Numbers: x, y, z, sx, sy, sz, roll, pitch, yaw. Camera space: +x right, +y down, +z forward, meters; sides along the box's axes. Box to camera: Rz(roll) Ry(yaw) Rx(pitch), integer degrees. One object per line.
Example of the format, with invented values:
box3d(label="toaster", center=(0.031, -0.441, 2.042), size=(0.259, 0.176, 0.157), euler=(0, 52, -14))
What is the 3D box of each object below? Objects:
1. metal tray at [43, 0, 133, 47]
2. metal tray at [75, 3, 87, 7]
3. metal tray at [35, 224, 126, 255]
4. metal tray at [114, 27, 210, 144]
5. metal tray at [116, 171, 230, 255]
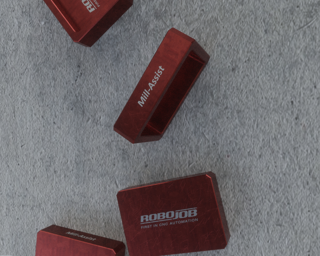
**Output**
box3d(label="metal tray", center=(-0.108, -0.185, 0.411), size=(0.090, 0.030, 0.130), euler=(-40, 78, 15))
box3d(label="metal tray", center=(-0.124, -0.234, 0.449), size=(0.130, 0.030, 0.090), euler=(39, 102, 15))
box3d(label="metal tray", center=(-0.119, 0.200, 0.448), size=(0.130, 0.030, 0.089), euler=(6, 92, 19))
box3d(label="metal tray", center=(0.006, -0.045, 0.372), size=(0.030, 0.090, 0.129), euler=(34, 101, 17))
box3d(label="metal tray", center=(0.015, 0.113, 0.401), size=(0.130, 0.030, 0.090), euler=(-14, 85, 19))
